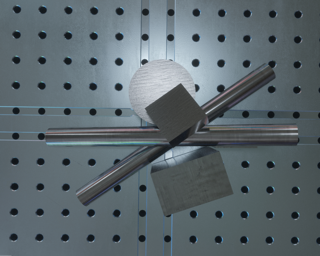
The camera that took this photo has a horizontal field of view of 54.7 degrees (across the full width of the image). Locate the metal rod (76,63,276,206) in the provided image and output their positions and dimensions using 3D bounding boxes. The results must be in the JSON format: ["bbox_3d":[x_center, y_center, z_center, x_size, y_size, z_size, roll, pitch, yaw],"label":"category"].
[{"bbox_3d":[0.021,0.009,0.411,0.301,0.025,0.025,-34,90,0],"label":"metal rod"}]

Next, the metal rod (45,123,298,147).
[{"bbox_3d":[0.003,0.010,0.375,0.301,0.025,0.025,-1,90,13],"label":"metal rod"}]

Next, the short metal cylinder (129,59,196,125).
[{"bbox_3d":[0.003,-0.043,0.397,0.081,0.050,0.079,0,89,0],"label":"short metal cylinder"}]

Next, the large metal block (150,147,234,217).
[{"bbox_3d":[0.035,0.061,0.382,0.080,0.080,0.050,-18,90,0],"label":"large metal block"}]

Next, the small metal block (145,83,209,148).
[{"bbox_3d":[0.019,-0.014,0.352,0.050,0.025,0.050,-35,68,0],"label":"small metal block"}]

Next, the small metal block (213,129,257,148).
[{"bbox_3d":[0.093,0.012,0.398,0.050,0.050,0.025,0,90,1],"label":"small metal block"}]
